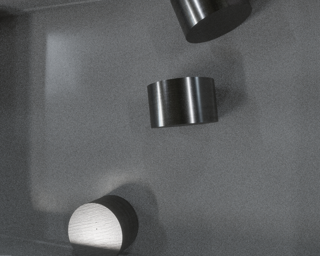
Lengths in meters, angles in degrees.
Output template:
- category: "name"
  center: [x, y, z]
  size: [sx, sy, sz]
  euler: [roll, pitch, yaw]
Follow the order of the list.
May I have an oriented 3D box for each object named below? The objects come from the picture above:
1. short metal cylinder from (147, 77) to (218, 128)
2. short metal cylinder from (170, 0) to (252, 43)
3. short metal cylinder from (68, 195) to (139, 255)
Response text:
- category: "short metal cylinder"
  center: [0.027, -0.028, 0.372]
  size: [0.080, 0.080, 0.050]
  euler: [-6, 88, 20]
- category: "short metal cylinder"
  center: [0.059, -0.142, 0.360]
  size: [0.080, 0.080, 0.050]
  euler: [-23, 82, 18]
- category: "short metal cylinder"
  center: [-0.076, 0.137, 0.424]
  size: [0.080, 0.050, 0.080]
  euler: [0, 90, 20]
